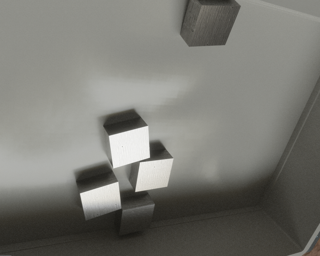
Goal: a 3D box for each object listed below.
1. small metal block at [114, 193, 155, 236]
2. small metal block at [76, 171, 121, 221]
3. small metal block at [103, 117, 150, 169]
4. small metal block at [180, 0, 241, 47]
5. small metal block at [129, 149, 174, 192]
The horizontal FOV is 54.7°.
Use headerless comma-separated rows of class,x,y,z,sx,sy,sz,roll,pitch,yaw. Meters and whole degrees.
small metal block,-0.039,0.130,0.467,0.050,0.025,0.050,-5,121,-26
small metal block,-0.082,0.091,0.420,0.050,0.025,0.050,-14,125,-21
small metal block,-0.042,0.018,0.397,0.050,0.025,0.050,-15,125,-20
small metal block,0.056,-0.122,0.354,0.050,0.025,0.050,-9,141,-24
small metal block,-0.013,0.059,0.438,0.050,0.025,0.050,-4,120,-27
